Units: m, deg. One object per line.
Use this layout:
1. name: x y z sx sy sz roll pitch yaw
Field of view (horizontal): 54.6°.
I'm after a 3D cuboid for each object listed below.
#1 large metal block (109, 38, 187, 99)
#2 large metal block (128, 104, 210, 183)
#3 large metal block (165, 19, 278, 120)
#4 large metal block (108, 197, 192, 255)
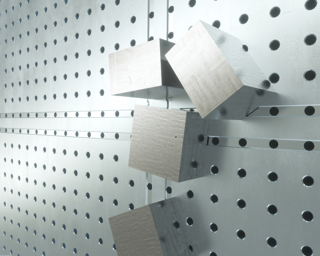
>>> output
1. large metal block: -0.004 -0.067 0.378 0.080 0.081 0.050 -5 87 40
2. large metal block: 0.010 0.015 0.386 0.080 0.050 0.080 11 97 39
3. large metal block: 0.064 -0.056 0.321 0.050 0.081 0.080 -42 65 32
4. large metal block: -0.014 0.144 0.406 0.080 0.050 0.080 -28 72 36
